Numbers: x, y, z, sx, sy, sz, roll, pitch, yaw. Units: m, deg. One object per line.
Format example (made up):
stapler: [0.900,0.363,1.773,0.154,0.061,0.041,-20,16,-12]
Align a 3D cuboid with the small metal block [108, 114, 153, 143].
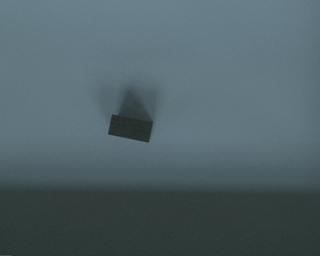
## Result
small metal block: [-0.036,0.000,0.399,0.050,0.050,0.025,12,90,0]
